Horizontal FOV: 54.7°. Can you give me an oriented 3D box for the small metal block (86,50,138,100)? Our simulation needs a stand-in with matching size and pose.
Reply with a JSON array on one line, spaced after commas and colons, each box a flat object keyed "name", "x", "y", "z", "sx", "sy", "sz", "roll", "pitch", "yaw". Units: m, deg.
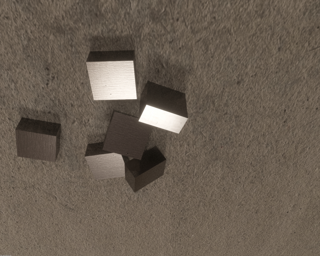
[{"name": "small metal block", "x": -0.053, "y": -0.060, "z": 0.355, "sx": 0.050, "sy": 0.025, "sz": 0.050, "roll": -2, "pitch": 130, "yaw": 1}]

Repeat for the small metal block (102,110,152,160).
[{"name": "small metal block", "x": -0.042, "y": 0.008, "z": 0.399, "sx": 0.050, "sy": 0.025, "sz": 0.050, "roll": 17, "pitch": 95, "yaw": -14}]

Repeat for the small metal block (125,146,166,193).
[{"name": "small metal block", "x": -0.021, "y": 0.058, "z": 0.433, "sx": 0.050, "sy": 0.025, "sz": 0.050, "roll": -28, "pitch": 153, "yaw": -22}]

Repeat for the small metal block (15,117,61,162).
[{"name": "small metal block", "x": -0.164, "y": 0.017, "z": 0.419, "sx": 0.050, "sy": 0.025, "sz": 0.050, "roll": 10, "pitch": 129, "yaw": -9}]

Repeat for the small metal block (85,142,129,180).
[{"name": "small metal block", "x": -0.074, "y": 0.046, "z": 0.446, "sx": 0.050, "sy": 0.025, "sz": 0.050, "roll": -8, "pitch": 130, "yaw": 6}]

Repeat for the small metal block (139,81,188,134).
[{"name": "small metal block", "x": 0.004, "y": -0.025, "z": 0.369, "sx": 0.050, "sy": 0.050, "sz": 0.025, "roll": 17, "pitch": 128, "yaw": -15}]
